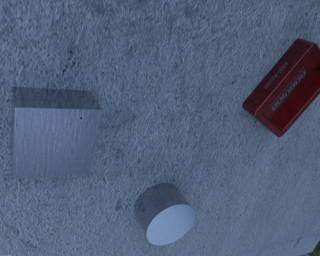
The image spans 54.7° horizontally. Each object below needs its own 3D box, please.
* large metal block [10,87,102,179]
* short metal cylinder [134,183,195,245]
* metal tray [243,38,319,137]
[{"bbox_3d":[-0.114,0.005,0.331,0.081,0.050,0.079,0,119,-29],"label":"large metal block"},{"bbox_3d":[0.007,0.132,0.476,0.081,0.050,0.079,-14,124,-21],"label":"short metal cylinder"},{"bbox_3d":[0.198,-0.058,0.475,0.090,0.030,0.130,32,100,-38],"label":"metal tray"}]
